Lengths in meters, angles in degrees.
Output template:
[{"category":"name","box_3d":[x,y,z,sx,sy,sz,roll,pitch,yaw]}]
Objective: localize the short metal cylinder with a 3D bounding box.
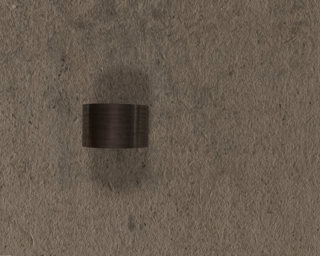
[{"category":"short metal cylinder","box_3d":[-0.054,-0.002,0.382,0.081,0.080,0.050,1,90,-1]}]
